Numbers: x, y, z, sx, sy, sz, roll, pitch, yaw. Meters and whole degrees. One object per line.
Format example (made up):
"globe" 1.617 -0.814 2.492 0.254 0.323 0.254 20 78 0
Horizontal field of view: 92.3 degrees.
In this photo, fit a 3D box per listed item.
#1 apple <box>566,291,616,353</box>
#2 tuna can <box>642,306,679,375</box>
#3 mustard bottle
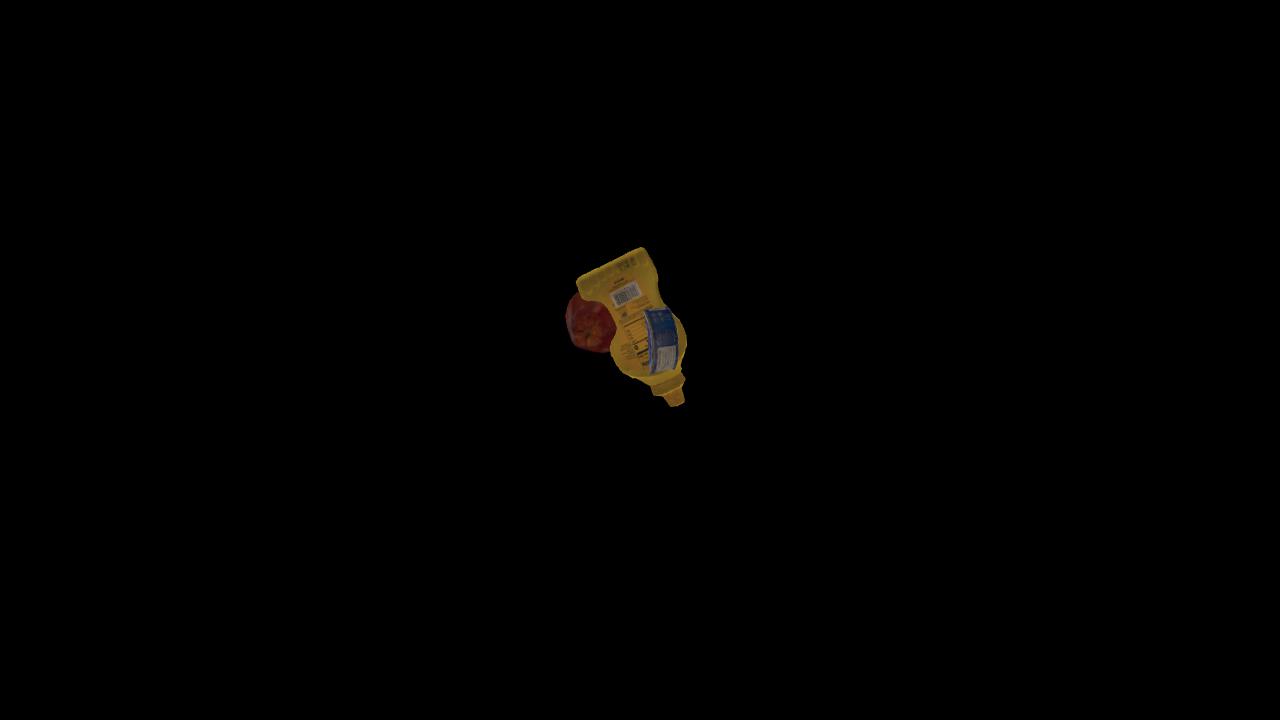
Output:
"apple" -0.048 -0.047 0.717 0.079 0.079 0.093 0 27 8
"tuna can" 0.016 -0.023 0.707 0.034 0.084 0.084 -8 2 -17
"mustard bottle" 0.005 -0.028 0.707 0.092 0.184 0.054 -28 7 -8
